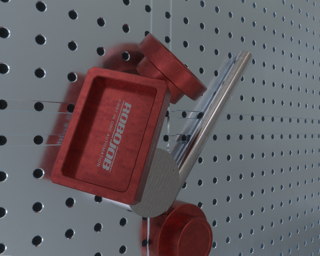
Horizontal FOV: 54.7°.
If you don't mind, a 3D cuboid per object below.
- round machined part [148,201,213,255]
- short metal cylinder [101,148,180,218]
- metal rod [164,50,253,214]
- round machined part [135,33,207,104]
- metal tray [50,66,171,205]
[{"bbox_3d":[0.035,0.154,0.429,0.099,0.042,0.097,0,90,-40],"label":"round machined part"},{"bbox_3d":[-0.023,0.062,0.374,0.081,0.050,0.079,0,90,-40],"label":"short metal cylinder"},{"bbox_3d":[0.073,-0.008,0.470,0.025,0.025,0.300,48,62,-30],"label":"metal rod"},{"bbox_3d":[0.009,-0.067,0.382,0.042,0.098,0.098,-46,125,13],"label":"round machined part"},{"bbox_3d":[-0.049,0.006,0.327,0.030,0.090,0.130,62,43,-72],"label":"metal tray"}]
